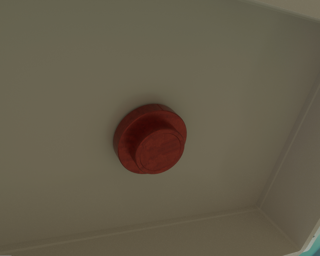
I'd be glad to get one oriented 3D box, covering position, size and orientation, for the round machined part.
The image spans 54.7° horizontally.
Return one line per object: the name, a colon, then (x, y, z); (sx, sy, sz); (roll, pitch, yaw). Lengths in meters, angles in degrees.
round machined part: (-0.007, 0.021, 0.404); (0.099, 0.042, 0.097); (-14, 125, -21)
